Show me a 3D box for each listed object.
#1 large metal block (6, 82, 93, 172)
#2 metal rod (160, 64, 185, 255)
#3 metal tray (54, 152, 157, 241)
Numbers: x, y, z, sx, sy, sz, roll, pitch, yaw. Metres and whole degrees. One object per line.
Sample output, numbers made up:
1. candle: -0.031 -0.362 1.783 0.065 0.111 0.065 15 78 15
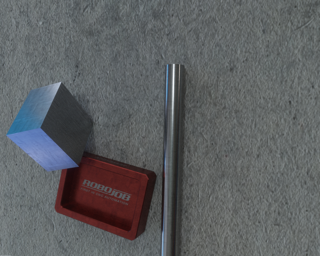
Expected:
1. large metal block: -0.140 0.000 0.410 0.050 0.080 0.080 -11 46 19
2. metal rod: 0.015 0.068 0.402 0.025 0.025 0.298 2 91 19
3. metal tray: -0.078 0.090 0.432 0.130 0.030 0.089 14 94 19
